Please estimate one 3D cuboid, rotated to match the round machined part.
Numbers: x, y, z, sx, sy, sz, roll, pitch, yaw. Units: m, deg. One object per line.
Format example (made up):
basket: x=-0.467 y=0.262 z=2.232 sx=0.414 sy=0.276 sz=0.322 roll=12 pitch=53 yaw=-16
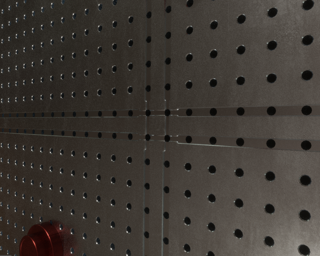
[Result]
round machined part: x=-0.229 y=0.232 z=0.583 sx=0.098 sy=0.042 sz=0.097 roll=0 pitch=90 yaw=39
